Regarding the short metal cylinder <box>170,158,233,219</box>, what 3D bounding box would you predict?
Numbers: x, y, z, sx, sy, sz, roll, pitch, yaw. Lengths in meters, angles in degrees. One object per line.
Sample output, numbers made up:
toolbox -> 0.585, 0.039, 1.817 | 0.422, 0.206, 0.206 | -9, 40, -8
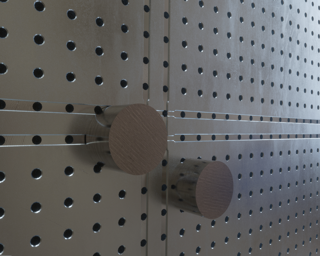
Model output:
short metal cylinder -> 0.061, 0.085, 0.447 | 0.081, 0.050, 0.079 | 0, 90, -40

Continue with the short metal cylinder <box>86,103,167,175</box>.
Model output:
short metal cylinder -> -0.038, 0.012, 0.363 | 0.081, 0.050, 0.079 | 0, 90, -40
